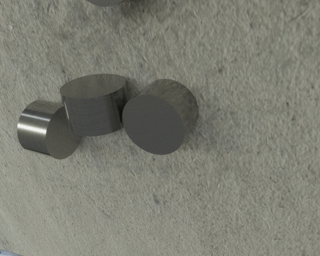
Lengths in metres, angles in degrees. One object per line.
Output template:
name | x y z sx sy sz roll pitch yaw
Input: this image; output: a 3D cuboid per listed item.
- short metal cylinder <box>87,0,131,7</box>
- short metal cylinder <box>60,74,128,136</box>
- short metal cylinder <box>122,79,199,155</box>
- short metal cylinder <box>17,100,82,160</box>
short metal cylinder | -0.047 -0.168 0.310 0.080 0.050 0.079 13 124 20
short metal cylinder | -0.080 -0.031 0.392 0.080 0.080 0.050 9 122 23
short metal cylinder | 0.001 -0.014 0.380 0.080 0.050 0.079 13 124 20
short metal cylinder | -0.158 0.002 0.453 0.050 0.080 0.079 12 123 22
